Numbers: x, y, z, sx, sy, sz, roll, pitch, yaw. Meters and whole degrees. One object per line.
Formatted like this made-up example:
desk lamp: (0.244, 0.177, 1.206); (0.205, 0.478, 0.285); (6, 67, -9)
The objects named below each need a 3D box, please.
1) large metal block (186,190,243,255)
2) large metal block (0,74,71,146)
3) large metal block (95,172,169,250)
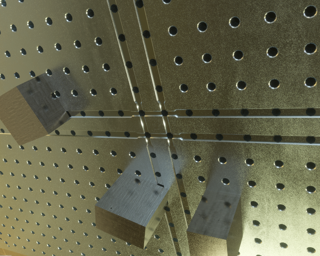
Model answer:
large metal block: (0.078, 0.145, 0.424); (0.050, 0.080, 0.079); (4, 120, 26)
large metal block: (-0.202, -0.026, 0.483); (0.080, 0.050, 0.080); (-18, 109, 34)
large metal block: (-0.041, 0.123, 0.472); (0.080, 0.080, 0.050); (18, 125, 17)
